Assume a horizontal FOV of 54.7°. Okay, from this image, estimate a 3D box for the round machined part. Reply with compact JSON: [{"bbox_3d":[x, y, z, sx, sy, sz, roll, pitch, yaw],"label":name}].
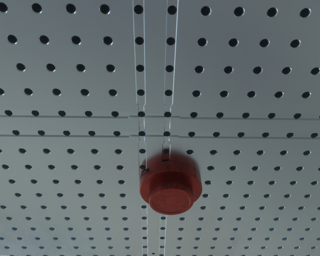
[{"bbox_3d":[0.017,0.100,0.486,0.099,0.042,0.097,-1,130,0],"label":"round machined part"}]
